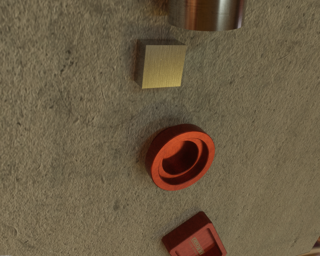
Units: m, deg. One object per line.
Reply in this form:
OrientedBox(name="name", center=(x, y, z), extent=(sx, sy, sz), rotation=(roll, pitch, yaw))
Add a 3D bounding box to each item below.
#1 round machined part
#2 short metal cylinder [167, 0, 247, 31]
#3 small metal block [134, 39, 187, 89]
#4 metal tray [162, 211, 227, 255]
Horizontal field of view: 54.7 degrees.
OrientedBox(name="round machined part", center=(0.024, 0.036, 0.433), extent=(0.099, 0.042, 0.097), rotation=(-14, 125, -21))
OrientedBox(name="short metal cylinder", center=(0.048, -0.134, 0.316), extent=(0.081, 0.080, 0.050), rotation=(-13, 124, -22))
OrientedBox(name="small metal block", center=(0.000, -0.075, 0.361), extent=(0.050, 0.025, 0.050), rotation=(-7, 122, -25))
OrientedBox(name="metal tray", center=(0.068, 0.223, 0.581), extent=(0.090, 0.030, 0.130), rotation=(-33, 129, -7))
